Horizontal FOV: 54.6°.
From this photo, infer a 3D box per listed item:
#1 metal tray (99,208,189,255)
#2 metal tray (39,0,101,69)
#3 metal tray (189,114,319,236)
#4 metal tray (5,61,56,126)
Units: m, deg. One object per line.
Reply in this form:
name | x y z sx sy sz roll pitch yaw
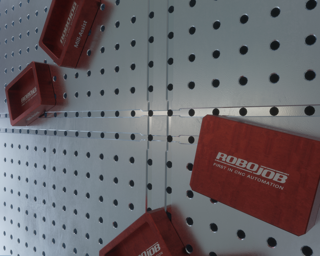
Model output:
metal tray | -0.024 0.181 0.426 0.129 0.030 0.090 -46 63 30
metal tray | -0.161 -0.182 0.540 0.090 0.030 0.129 42 116 32
metal tray | 0.099 0.042 0.325 0.130 0.030 0.089 17 101 38
metal tray | -0.265 -0.066 0.627 0.130 0.030 0.090 -25 75 37
